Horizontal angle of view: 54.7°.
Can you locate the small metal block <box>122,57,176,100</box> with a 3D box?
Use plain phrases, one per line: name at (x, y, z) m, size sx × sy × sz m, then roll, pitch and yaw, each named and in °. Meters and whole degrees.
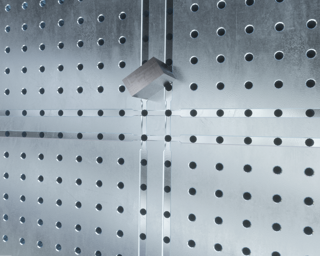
small metal block at (-0.013, -0.063, 0.403) m, size 0.050 × 0.050 × 0.025 m, roll -34°, pitch 80°, yaw 16°
